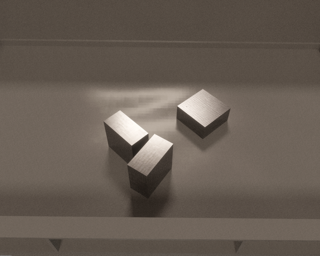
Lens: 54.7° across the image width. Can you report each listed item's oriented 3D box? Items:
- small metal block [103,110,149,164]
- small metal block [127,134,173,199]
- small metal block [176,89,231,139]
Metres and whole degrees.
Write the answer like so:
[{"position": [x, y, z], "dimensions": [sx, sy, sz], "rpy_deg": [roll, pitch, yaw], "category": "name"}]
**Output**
[{"position": [-0.040, 0.015, 0.376], "dimensions": [0.025, 0.050, 0.050], "rpy_deg": [-37, 60, -27], "category": "small metal block"}, {"position": [-0.010, 0.044, 0.352], "dimensions": [0.025, 0.050, 0.050], "rpy_deg": [28, 55, 21], "category": "small metal block"}, {"position": [0.059, -0.020, 0.423], "dimensions": [0.050, 0.025, 0.050], "rpy_deg": [-35, 58, -26], "category": "small metal block"}]
